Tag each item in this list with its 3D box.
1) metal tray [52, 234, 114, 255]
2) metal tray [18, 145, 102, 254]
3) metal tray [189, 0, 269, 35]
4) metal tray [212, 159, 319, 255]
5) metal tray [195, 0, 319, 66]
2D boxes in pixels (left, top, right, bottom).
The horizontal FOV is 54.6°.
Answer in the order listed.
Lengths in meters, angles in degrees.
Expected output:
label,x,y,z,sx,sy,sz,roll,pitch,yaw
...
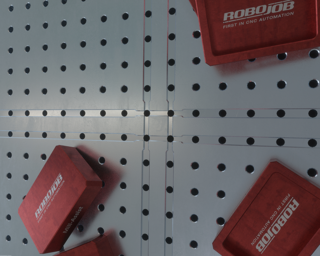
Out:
label,x,y,z,sx,sy,sz,roll,pitch,yaw
metal tray,-0.098,0.232,0.445,0.090,0.030,0.130,-27,81,18
metal tray,-0.148,0.101,0.449,0.090,0.030,0.130,41,103,34
metal tray,0.073,-0.189,0.384,0.090,0.030,0.130,-29,81,17
metal tray,0.134,0.113,0.362,0.090,0.030,0.129,35,101,16
metal tray,0.109,-0.126,0.343,0.130,0.030,0.090,-8,111,11
